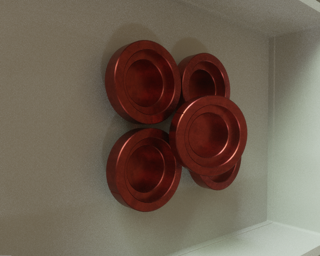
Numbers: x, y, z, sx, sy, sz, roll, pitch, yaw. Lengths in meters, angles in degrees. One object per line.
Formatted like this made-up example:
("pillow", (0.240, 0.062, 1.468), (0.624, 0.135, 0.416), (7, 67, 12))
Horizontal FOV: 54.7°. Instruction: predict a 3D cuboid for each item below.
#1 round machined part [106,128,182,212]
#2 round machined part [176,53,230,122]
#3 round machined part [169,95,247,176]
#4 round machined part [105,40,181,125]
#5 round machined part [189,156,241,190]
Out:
("round machined part", (-0.023, 0.048, 0.376), (0.099, 0.042, 0.097), (0, 90, -40))
("round machined part", (0.053, -0.054, 0.440), (0.099, 0.042, 0.097), (0, 90, -40))
("round machined part", (0.056, 0.008, 0.387), (0.099, 0.042, 0.097), (-2, 96, -22))
("round machined part", (-0.024, -0.053, 0.375), (0.099, 0.042, 0.097), (0, 90, -40))
("round machined part", (0.074, 0.040, 0.458), (0.099, 0.042, 0.097), (0, 90, -40))
